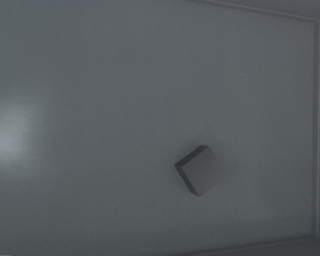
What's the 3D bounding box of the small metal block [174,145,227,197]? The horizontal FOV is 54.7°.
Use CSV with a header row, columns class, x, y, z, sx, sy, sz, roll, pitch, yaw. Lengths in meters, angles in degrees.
class,x,y,z,sx,sy,sz,roll,pitch,yaw
small metal block,0.057,0.059,0.433,0.050,0.025,0.050,-35,102,-17
